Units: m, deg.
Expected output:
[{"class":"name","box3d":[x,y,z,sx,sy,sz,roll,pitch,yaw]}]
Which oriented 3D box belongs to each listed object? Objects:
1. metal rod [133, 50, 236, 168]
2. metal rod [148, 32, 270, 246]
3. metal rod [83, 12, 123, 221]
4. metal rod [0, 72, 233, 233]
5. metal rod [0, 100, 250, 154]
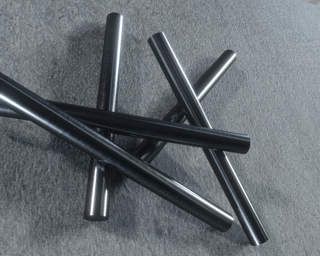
[{"class":"metal rod","box3d":[0.046,-0.041,0.455,0.025,0.025,0.301,42,51,0]},{"class":"metal rod","box3d":[0.060,0.008,0.407,0.025,0.025,0.299,-21,81,-36]},{"class":"metal rod","box3d":[-0.066,-0.037,0.391,0.025,0.025,0.299,13,56,-22]},{"class":"metal rod","box3d":[-0.038,0.036,0.332,0.301,0.025,0.025,34,51,-18]},{"class":"metal rod","box3d":[-0.037,-0.003,0.350,0.302,0.025,0.025,10,57,-15]}]
